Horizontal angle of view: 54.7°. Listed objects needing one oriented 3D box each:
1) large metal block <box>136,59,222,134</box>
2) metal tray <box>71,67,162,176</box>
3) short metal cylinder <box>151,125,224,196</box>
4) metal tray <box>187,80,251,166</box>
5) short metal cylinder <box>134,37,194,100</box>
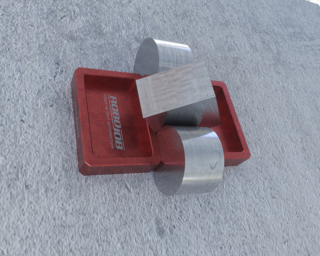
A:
[{"bbox_3d":[0.025,-0.029,0.375,0.080,0.080,0.050,-17,65,9],"label":"large metal block"},{"bbox_3d":[-0.056,-0.010,0.378,0.091,0.030,0.130,2,61,-28],"label":"metal tray"},{"bbox_3d":[0.030,0.037,0.363,0.050,0.080,0.080,2,61,-27],"label":"short metal cylinder"},{"bbox_3d":[0.068,-0.010,0.445,0.091,0.030,0.130,2,61,-28],"label":"metal tray"},{"bbox_3d":[0.003,-0.078,0.419,0.050,0.080,0.080,2,61,-27],"label":"short metal cylinder"}]
